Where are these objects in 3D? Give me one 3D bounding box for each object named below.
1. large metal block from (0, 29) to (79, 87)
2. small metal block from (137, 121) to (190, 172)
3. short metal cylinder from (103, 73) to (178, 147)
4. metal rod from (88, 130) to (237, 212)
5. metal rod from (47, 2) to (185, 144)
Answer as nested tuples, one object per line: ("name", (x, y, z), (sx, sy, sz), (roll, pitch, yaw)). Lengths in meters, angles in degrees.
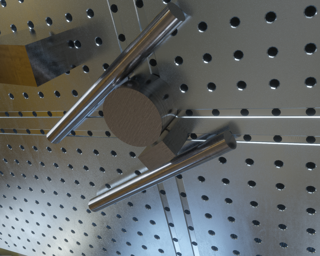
("large metal block", (-0.168, -0.095, 0.403), (0.080, 0.080, 0.050), (8, 122, 23))
("small metal block", (0.005, 0.024, 0.406), (0.025, 0.050, 0.050), (49, 128, -6))
("short metal cylinder", (-0.024, -0.023, 0.392), (0.080, 0.050, 0.079), (13, 124, 20))
("metal rod", (-0.016, 0.076, 0.465), (0.299, 0.025, 0.025), (-32, 101, 37))
("metal rod", (-0.078, -0.054, 0.417), (0.025, 0.025, 0.299), (49, 128, -7))
